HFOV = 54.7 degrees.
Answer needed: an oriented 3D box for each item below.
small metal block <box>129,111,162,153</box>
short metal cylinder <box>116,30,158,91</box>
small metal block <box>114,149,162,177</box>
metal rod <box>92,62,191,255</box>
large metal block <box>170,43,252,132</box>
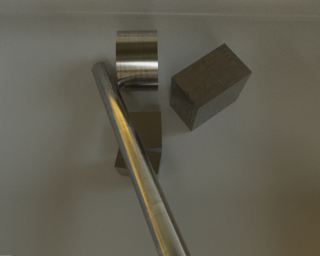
[{"bbox_3d":[-0.023,0.006,0.407,0.050,0.025,0.050,-2,70,-1],"label":"small metal block"},{"bbox_3d":[-0.028,-0.089,0.413,0.050,0.080,0.080,-1,70,-1],"label":"short metal cylinder"},{"bbox_3d":[-0.025,0.045,0.380,0.050,0.050,0.025,10,71,3],"label":"small metal block"},{"bbox_3d":[-0.033,0.018,0.344,0.025,0.025,0.300,-20,49,-8],"label":"metal rod"},{"bbox_3d":[0.061,-0.049,0.399,0.080,0.080,0.050,-34,74,-12],"label":"large metal block"}]
